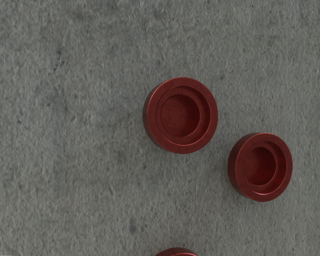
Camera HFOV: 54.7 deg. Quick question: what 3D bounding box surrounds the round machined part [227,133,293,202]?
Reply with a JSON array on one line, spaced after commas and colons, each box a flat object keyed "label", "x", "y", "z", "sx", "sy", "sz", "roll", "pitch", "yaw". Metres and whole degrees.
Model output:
[{"label": "round machined part", "x": 0.141, "y": 0.055, "z": 0.454, "sx": 0.099, "sy": 0.042, "sz": 0.097, "roll": 0, "pitch": 90, "yaw": -21}]

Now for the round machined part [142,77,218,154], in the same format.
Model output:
[{"label": "round machined part", "x": 0.024, "y": -0.016, "z": 0.410, "sx": 0.099, "sy": 0.042, "sz": 0.097, "roll": 0, "pitch": 90, "yaw": -21}]

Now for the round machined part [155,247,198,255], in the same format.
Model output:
[{"label": "round machined part", "x": 0.017, "y": 0.206, "z": 0.408, "sx": 0.099, "sy": 0.042, "sz": 0.097, "roll": 0, "pitch": 90, "yaw": -21}]
